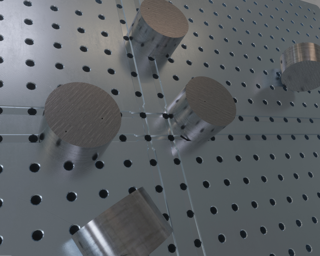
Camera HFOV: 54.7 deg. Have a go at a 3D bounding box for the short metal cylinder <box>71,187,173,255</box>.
[{"bbox_3d":[-0.035,0.100,0.293,0.081,0.080,0.050,-29,78,-37],"label":"short metal cylinder"}]

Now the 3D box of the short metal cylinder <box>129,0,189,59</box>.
[{"bbox_3d":[-0.003,-0.155,0.485,0.081,0.050,0.080,14,56,-21],"label":"short metal cylinder"}]

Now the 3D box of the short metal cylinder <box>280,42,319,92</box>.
[{"bbox_3d":[0.272,-0.115,0.589,0.080,0.080,0.050,23,54,-15],"label":"short metal cylinder"}]

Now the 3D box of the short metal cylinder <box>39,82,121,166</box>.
[{"bbox_3d":[-0.090,-0.004,0.346,0.081,0.050,0.080,14,56,-21],"label":"short metal cylinder"}]

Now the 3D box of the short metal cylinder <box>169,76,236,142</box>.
[{"bbox_3d":[0.060,-0.026,0.440,0.081,0.050,0.080,14,56,-21],"label":"short metal cylinder"}]
